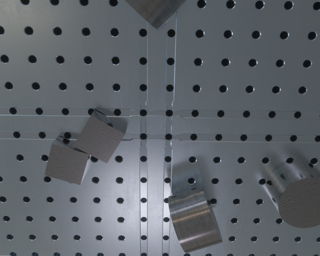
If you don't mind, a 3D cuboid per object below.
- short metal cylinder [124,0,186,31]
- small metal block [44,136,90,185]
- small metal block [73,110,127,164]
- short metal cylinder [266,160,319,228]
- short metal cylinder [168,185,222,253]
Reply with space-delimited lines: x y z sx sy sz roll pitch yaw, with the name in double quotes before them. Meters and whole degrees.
"short metal cylinder" -0.014 -0.150 0.328 0.080 0.080 0.050 41 105 -14
"small metal block" -0.126 0.045 0.429 0.050 0.025 0.050 17 109 -7
"small metal block" -0.080 0.012 0.417 0.050 0.025 0.050 30 107 -11
"short metal cylinder" 0.198 0.092 0.436 0.081 0.050 0.079 0 110 0
"short metal cylinder" 0.049 0.126 0.431 0.050 0.080 0.080 -20 109 7
